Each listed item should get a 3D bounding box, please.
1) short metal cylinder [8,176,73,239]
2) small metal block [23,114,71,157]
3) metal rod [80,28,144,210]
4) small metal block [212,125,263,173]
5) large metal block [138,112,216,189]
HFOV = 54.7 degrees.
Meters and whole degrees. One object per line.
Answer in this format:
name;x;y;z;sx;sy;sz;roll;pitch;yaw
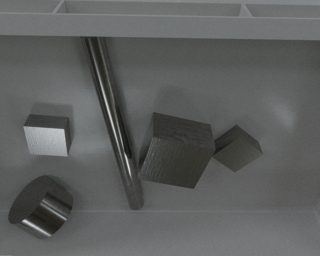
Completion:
short metal cylinder;-0.181;0.121;0.473;0.080;0.080;0.050;-27;125;21
small metal block;-0.149;0.010;0.416;0.050;0.025;0.050;4;130;-4
metal rod;-0.055;0.014;0.419;0.025;0.025;0.298;-5;130;4
small metal block;0.107;0.030;0.436;0.050;0.025;0.050;34;122;-26
large metal block;0.019;0.032;0.421;0.081;0.050;0.079;12;129;-11
